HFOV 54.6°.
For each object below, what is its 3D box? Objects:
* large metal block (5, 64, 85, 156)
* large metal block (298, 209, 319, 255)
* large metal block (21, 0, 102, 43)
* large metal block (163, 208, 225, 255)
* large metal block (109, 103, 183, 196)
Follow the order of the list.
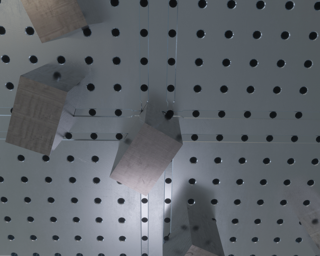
[{"bbox_3d":[-0.135,-0.025,0.374,0.050,0.080,0.080,20,109,-7],"label":"large metal block"},{"bbox_3d":[0.255,0.175,0.450,0.050,0.080,0.080,-27,108,10],"label":"large metal block"},{"bbox_3d":[-0.108,-0.142,0.331,0.050,0.080,0.080,-20,109,7],"label":"large metal block"},{"bbox_3d":[0.045,0.179,0.450,0.050,0.080,0.080,26,108,-9],"label":"large metal block"},{"bbox_3d":[-0.017,0.024,0.393,0.050,0.080,0.080,30,107,-11],"label":"large metal block"}]
